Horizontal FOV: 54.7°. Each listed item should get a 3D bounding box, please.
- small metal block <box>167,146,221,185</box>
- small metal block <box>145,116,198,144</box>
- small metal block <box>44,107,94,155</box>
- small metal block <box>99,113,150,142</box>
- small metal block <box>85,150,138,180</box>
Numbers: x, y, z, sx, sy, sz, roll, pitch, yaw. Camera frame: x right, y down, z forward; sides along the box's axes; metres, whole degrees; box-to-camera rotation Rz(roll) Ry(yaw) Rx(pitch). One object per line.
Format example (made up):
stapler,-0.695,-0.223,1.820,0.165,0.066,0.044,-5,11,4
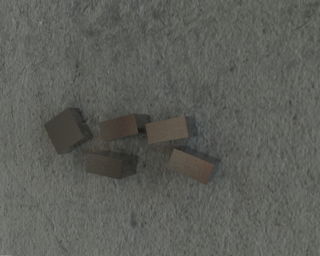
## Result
small metal block,0.043,0.044,0.380,0.050,0.050,0.025,22,97,18
small metal block,0.016,0.003,0.389,0.050,0.050,0.025,-11,87,19
small metal block,-0.134,0.004,0.455,0.050,0.025,0.050,-32,80,17
small metal block,-0.044,0.000,0.410,0.050,0.050,0.025,-14,86,19
small metal block,-0.064,0.048,0.417,0.050,0.050,0.025,9,93,19
